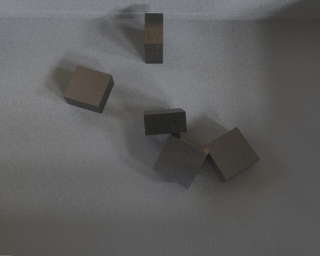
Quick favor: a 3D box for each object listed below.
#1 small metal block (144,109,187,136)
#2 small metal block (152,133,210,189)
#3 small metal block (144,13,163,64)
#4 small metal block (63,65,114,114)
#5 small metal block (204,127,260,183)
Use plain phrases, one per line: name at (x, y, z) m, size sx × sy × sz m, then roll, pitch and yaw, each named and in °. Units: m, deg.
small metal block at (0.006, -0.009, 0.396) m, size 0.050 × 0.050 × 0.025 m, roll -5°, pitch 99°, yaw -2°
small metal block at (0.026, 0.039, 0.383) m, size 0.050 × 0.025 × 0.050 m, roll 29°, pitch 105°, yaw 10°
small metal block at (-0.008, -0.127, 0.442) m, size 0.025 × 0.050 × 0.050 m, roll 0°, pitch 70°, yaw 0°
small metal block at (-0.097, -0.053, 0.428) m, size 0.050 × 0.025 × 0.050 m, roll 17°, pitch 71°, yaw 6°
small metal block at (0.090, 0.035, 0.397) m, size 0.050 × 0.025 × 0.050 m, roll -29°, pitch 73°, yaw -10°
